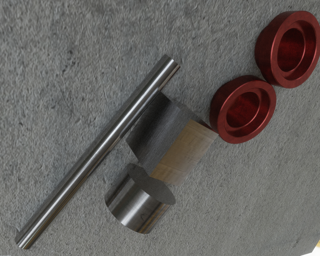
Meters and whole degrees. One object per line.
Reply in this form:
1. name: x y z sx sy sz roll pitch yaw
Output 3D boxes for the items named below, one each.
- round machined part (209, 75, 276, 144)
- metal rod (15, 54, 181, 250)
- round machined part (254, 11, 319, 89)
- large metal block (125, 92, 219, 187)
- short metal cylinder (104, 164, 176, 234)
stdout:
1. round machined part: 0.111 -0.029 0.439 0.099 0.042 0.097 -14 125 -21
2. metal rod: -0.081 0.034 0.383 0.025 0.025 0.299 35 99 -39
3. round machined part: 0.166 -0.105 0.414 0.099 0.042 0.097 -11 112 -29
4. large metal block: 0.012 0.012 0.385 0.050 0.080 0.080 26 104 -37
5. short metal cylinder: -0.026 0.093 0.415 0.080 0.080 0.050 30 101 -38
